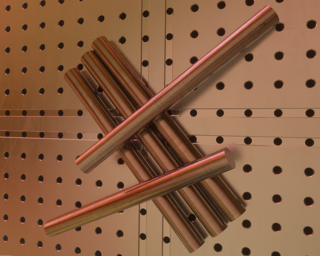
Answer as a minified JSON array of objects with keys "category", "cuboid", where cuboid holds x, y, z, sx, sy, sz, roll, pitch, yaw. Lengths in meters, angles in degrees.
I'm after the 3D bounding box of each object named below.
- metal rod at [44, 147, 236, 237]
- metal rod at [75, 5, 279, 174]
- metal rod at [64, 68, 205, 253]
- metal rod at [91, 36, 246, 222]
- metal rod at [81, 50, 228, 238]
[{"category":"metal rod","cuboid":[-0.044,0.093,0.405,0.300,0.025,0.025,-26,82,26]},{"category":"metal rod","cuboid":[0.016,-0.042,0.385,0.300,0.025,0.025,-38,78,7]},{"category":"metal rod","cuboid":[-0.041,0.036,0.426,0.025,0.025,0.299,-41,78,15]},{"category":"metal rod","cuboid":[0.004,-0.007,0.410,0.025,0.025,0.300,-42,77,15]},{"category":"metal rod","cuboid":[-0.014,0.013,0.417,0.025,0.025,0.299,-41,78,15]}]
